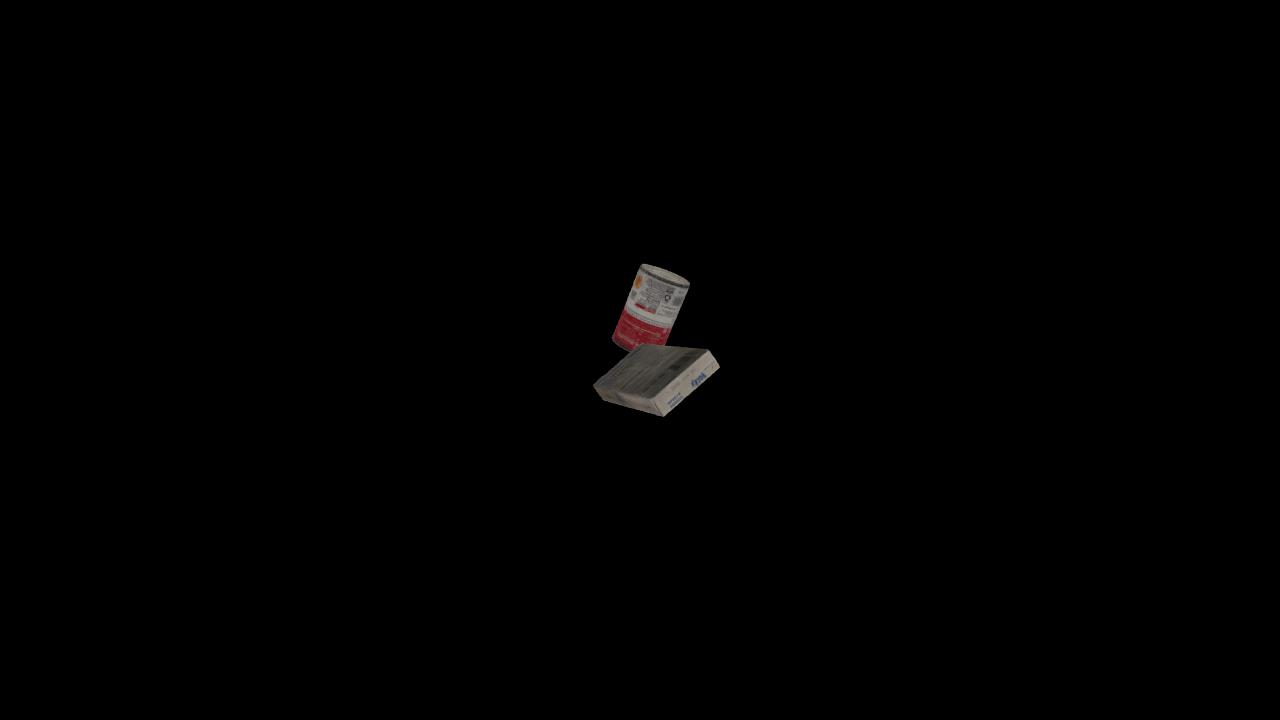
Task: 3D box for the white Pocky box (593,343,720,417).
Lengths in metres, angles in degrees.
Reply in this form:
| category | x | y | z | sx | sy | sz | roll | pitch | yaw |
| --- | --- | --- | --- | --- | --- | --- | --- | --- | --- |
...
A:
| category | x | y | z | sx | sy | sz | roll | pitch | yaw |
| --- | --- | --- | --- | --- | --- | --- | --- | --- | --- |
| white Pocky box | 0.012 | 0.018 | 0.665 | 0.084 | 0.028 | 0.154 | -40 | 19 | -18 |

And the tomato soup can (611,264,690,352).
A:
| category | x | y | z | sx | sy | sz | roll | pitch | yaw |
| --- | --- | --- | --- | --- | --- | --- | --- | --- | --- |
| tomato soup can | 0.013 | -0.061 | 0.763 | 0.068 | 0.101 | 0.068 | 20 | 18 | -7 |
